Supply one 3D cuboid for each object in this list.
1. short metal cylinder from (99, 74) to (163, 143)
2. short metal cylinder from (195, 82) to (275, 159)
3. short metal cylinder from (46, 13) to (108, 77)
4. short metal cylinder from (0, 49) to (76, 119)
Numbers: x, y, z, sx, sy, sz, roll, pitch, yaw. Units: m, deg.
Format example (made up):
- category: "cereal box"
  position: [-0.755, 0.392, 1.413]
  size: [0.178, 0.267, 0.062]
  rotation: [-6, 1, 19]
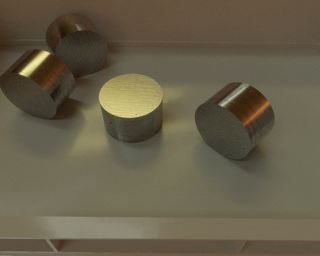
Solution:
- category: "short metal cylinder"
  position: [-0.037, -0.027, 0.411]
  size: [0.081, 0.050, 0.080]
  rotation: [0, 50, 0]
- category: "short metal cylinder"
  position: [0.090, -0.009, 0.378]
  size: [0.080, 0.080, 0.050]
  rotation: [37, 59, 26]
- category: "short metal cylinder"
  position: [-0.127, -0.126, 0.473]
  size: [0.081, 0.080, 0.050]
  rotation: [-21, 54, -17]
- category: "short metal cylinder"
  position: [-0.163, -0.058, 0.416]
  size: [0.080, 0.080, 0.050]
  rotation: [15, 52, 12]
